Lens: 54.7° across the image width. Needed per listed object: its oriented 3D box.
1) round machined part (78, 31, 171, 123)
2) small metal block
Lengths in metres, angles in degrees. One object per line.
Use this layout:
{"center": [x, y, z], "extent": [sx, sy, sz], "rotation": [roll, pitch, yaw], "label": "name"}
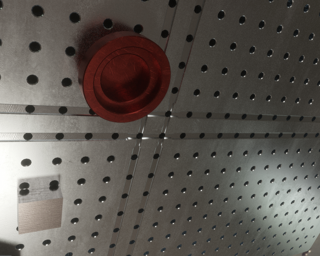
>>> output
{"center": [-0.041, -0.058, 0.343], "extent": [0.099, 0.042, 0.097], "rotation": [-14, 125, -21], "label": "round machined part"}
{"center": [-0.153, 0.103, 0.393], "extent": [0.050, 0.025, 0.050], "rotation": [-2, 120, -28], "label": "small metal block"}
